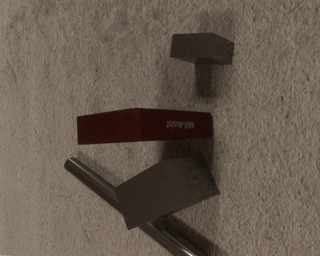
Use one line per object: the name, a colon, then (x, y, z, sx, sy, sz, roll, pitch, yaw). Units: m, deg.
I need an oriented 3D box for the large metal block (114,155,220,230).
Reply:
large metal block: (0.008, 0.073, 0.360, 0.080, 0.081, 0.050, -34, 69, 34)

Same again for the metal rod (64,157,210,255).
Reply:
metal rod: (-0.043, 0.114, 0.438, 0.300, 0.025, 0.025, 26, 106, 36)

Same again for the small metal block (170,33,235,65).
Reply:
small metal block: (0.048, -0.088, 0.348, 0.050, 0.050, 0.025, 11, 97, 39)

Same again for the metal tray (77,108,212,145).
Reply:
metal tray: (-0.013, 0.000, 0.345, 0.090, 0.131, 0.030, -5, 87, 39)
